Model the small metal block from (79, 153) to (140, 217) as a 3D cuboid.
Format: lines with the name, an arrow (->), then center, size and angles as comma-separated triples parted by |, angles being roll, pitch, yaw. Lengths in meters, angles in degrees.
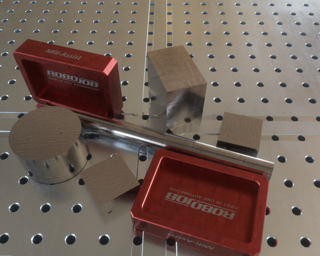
small metal block -> -0.057, 0.064, 0.354 | 0.050, 0.025, 0.050 | -26, 55, -20

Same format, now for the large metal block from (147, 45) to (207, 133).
large metal block -> 0.020, -0.051, 0.417 | 0.050, 0.080, 0.080 | -14, 52, -12

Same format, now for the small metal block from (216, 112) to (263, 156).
small metal block -> 0.102, 0.010, 0.399 | 0.050, 0.025, 0.050 | 13, 51, 11

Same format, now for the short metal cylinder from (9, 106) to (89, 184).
short metal cylinder -> -0.131, 0.020, 0.373 | 0.080, 0.050, 0.080 | 0, 50, 0

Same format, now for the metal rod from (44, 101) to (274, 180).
metal rod -> -0.012, 0.013, 0.396 | 0.301, 0.025, 0.025 | 15, 52, 12

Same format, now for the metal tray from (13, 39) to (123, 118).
metal tray -> -0.119, -0.062, 0.415 | 0.131, 0.090, 0.030 | 14, 52, 12

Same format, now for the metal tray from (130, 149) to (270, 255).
metal tray -> 0.045, 0.080, 0.336 | 0.131, 0.030, 0.090 | 14, 52, 11
